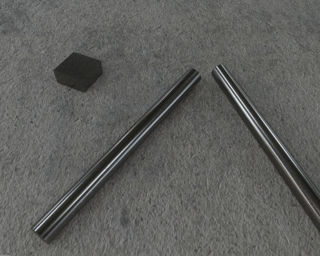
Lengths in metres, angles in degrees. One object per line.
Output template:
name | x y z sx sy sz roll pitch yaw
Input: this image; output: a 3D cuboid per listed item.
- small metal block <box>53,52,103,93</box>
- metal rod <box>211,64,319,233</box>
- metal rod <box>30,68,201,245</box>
small metal block | -0.124 -0.086 0.474 0.050 0.025 0.050 21 53 16
metal rod | 0.140 0.021 0.387 0.025 0.025 0.299 -15 52 -12
metal rod | -0.034 0.014 0.390 0.025 0.025 0.301 28 55 21
